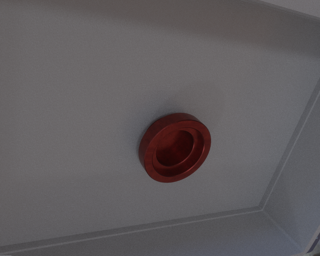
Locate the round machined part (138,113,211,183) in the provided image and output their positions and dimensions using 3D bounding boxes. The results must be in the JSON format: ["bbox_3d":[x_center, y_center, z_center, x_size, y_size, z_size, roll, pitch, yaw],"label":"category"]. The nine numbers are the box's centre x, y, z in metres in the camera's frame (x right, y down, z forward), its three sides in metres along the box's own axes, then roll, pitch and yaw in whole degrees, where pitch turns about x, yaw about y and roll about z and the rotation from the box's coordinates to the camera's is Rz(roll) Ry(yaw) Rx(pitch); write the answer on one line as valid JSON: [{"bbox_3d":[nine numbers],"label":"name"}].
[{"bbox_3d":[0.016,0.023,0.420,0.099,0.042,0.097,-14,124,-21],"label":"round machined part"}]
